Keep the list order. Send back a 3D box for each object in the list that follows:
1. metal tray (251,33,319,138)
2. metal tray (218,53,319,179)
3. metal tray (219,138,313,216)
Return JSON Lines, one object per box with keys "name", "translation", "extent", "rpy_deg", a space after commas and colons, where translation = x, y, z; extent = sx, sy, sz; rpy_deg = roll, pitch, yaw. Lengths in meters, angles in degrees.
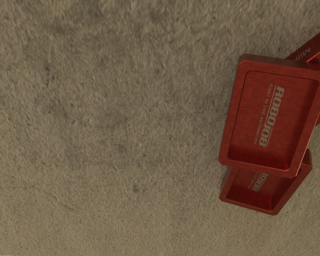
{"name": "metal tray", "translation": [0.179, -0.049, 0.365], "extent": [0.090, 0.030, 0.130], "rpy_deg": [35, 122, -27]}
{"name": "metal tray", "translation": [0.122, -0.011, 0.348], "extent": [0.090, 0.030, 0.129], "rpy_deg": [11, 119, 9]}
{"name": "metal tray", "translation": [0.144, 0.070, 0.441], "extent": [0.090, 0.030, 0.129], "rpy_deg": [15, 137, 7]}
